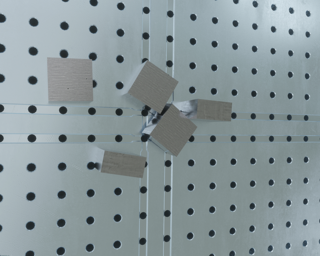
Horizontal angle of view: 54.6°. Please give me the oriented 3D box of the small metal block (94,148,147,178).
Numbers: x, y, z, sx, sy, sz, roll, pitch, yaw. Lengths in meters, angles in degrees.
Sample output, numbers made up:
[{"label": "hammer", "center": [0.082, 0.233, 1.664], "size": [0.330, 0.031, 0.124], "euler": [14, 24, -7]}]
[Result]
[{"label": "small metal block", "center": [-0.050, 0.042, 0.381], "size": [0.050, 0.050, 0.025], "euler": [12, 86, -20]}]

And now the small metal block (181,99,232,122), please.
[{"label": "small metal block", "center": [0.062, -0.023, 0.422], "size": [0.050, 0.050, 0.025], "euler": [4, 89, -20]}]

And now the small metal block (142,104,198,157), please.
[{"label": "small metal block", "center": [0.013, 0.002, 0.414], "size": [0.050, 0.025, 0.050], "euler": [41, 77, -24]}]

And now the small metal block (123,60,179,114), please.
[{"label": "small metal block", "center": [-0.012, -0.052, 0.408], "size": [0.050, 0.025, 0.050], "euler": [32, 79, -17]}]

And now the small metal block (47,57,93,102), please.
[{"label": "small metal block", "center": [-0.108, -0.056, 0.373], "size": [0.050, 0.025, 0.050], "euler": [-2, 91, -20]}]
